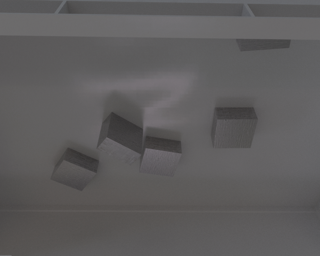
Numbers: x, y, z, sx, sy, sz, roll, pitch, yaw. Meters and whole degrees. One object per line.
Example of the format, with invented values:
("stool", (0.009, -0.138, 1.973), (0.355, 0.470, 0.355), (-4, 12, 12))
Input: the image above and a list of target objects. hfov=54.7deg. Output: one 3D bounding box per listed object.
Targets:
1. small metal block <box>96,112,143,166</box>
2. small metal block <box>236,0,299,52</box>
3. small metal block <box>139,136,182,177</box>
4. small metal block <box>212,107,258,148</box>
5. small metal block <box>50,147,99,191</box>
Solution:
("small metal block", (-0.051, 0.014, 0.404), (0.050, 0.050, 0.025), (30, 124, -23))
("small metal block", (0.108, -0.109, 0.317), (0.050, 0.025, 0.050), (-4, 130, 3))
("small metal block", (0.000, 0.041, 0.444), (0.050, 0.025, 0.050), (9, 130, -8))
("small metal block", (0.097, 0.000, 0.410), (0.050, 0.025, 0.050), (0, 130, 0))
("small metal block", (-0.127, 0.062, 0.461), (0.050, 0.025, 0.050), (27, 125, -22))
